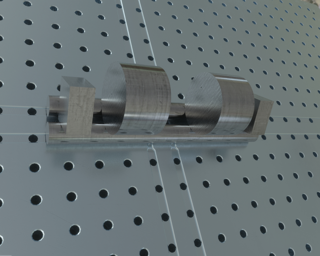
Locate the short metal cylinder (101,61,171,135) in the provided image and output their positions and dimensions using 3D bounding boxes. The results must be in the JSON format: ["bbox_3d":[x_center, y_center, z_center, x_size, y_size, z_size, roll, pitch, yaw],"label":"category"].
[{"bbox_3d":[-0.029,-0.032,0.348,0.050,0.080,0.080,1,62,-28],"label":"short metal cylinder"}]

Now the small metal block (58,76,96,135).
[{"bbox_3d":[-0.090,-0.025,0.330,0.025,0.050,0.050,1,20,-28],"label":"small metal block"}]

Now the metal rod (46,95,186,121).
[{"bbox_3d":[0.005,-0.023,0.425,0.303,0.025,0.025,1,62,-28],"label":"metal rod"}]

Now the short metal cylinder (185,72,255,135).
[{"bbox_3d":[0.075,-0.031,0.404,0.050,0.080,0.080,1,62,-28],"label":"short metal cylinder"}]

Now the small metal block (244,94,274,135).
[{"bbox_3d":[0.130,-0.022,0.446,0.025,0.050,0.050,0,21,-28],"label":"small metal block"}]

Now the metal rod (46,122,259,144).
[{"bbox_3d":[0.010,0.007,0.409,0.303,0.025,0.025,1,62,-28],"label":"metal rod"}]
